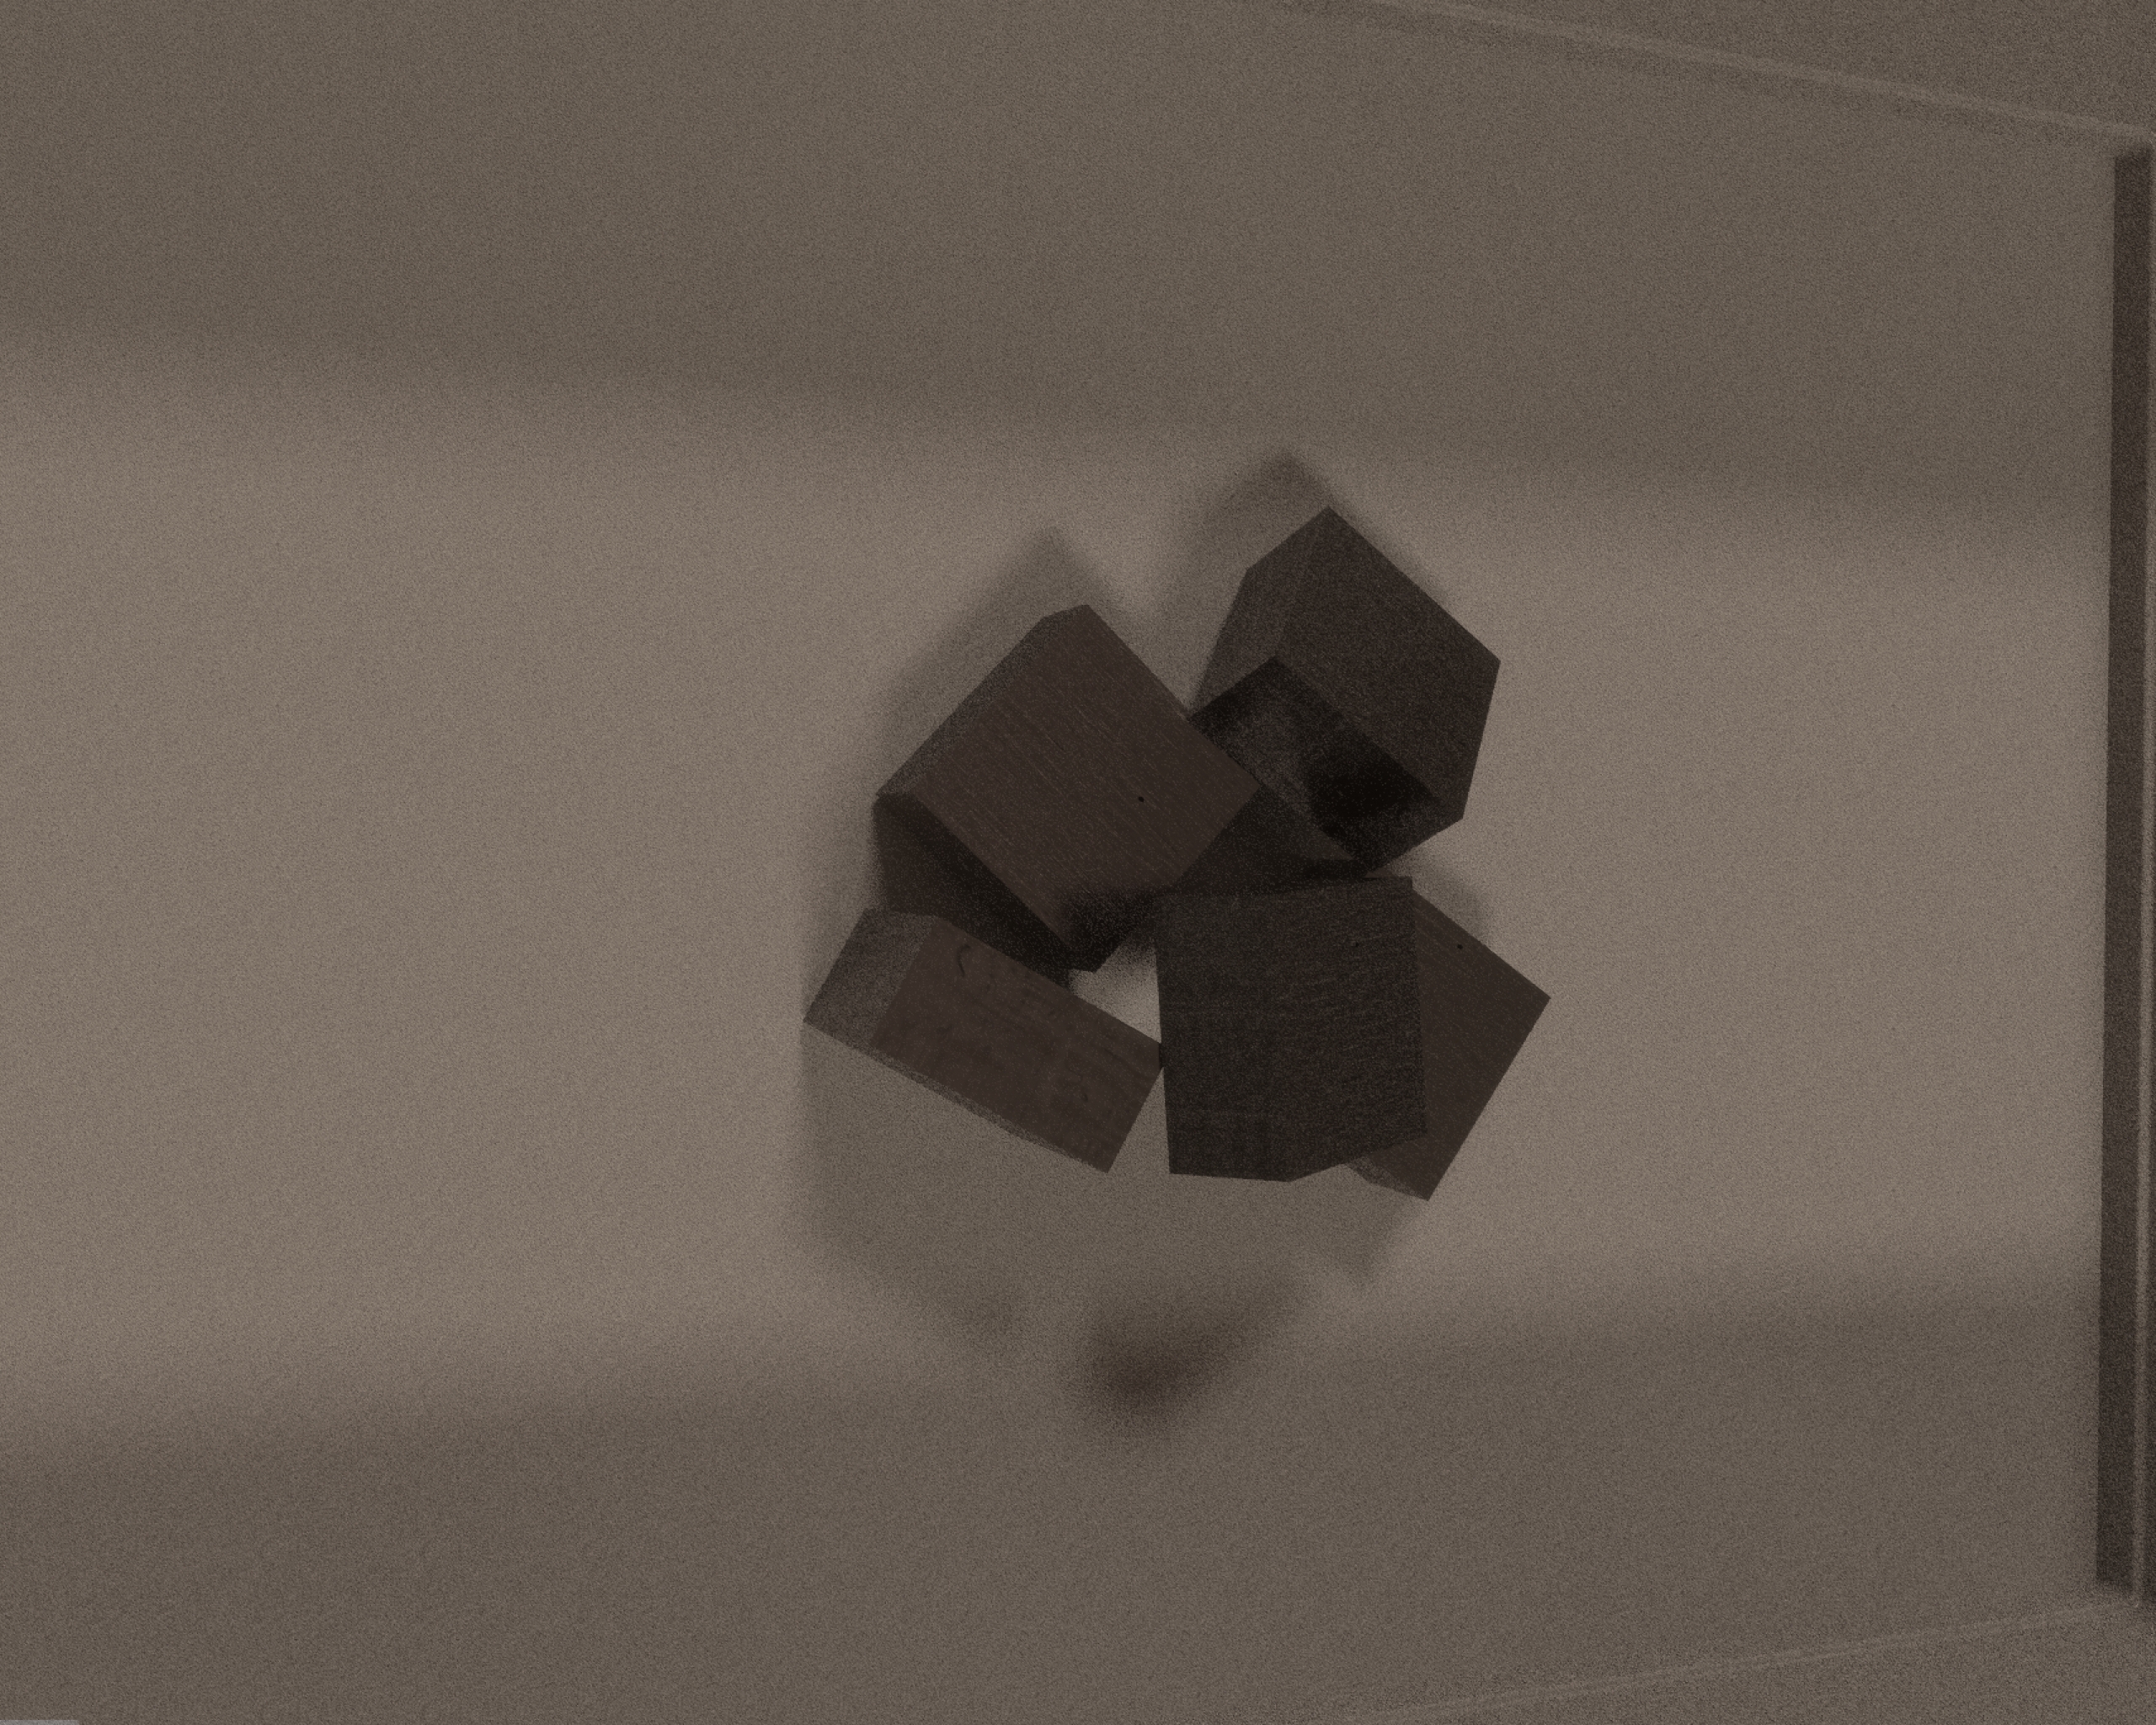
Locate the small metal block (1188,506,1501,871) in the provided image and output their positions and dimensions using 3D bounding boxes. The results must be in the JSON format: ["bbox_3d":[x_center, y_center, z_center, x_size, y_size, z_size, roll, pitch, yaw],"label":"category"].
[{"bbox_3d":[0.055,-0.035,0.418,0.050,0.025,0.050,39,45,-17],"label":"small metal block"}]

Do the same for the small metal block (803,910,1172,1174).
[{"bbox_3d":[-0.018,0.032,0.389,0.050,0.050,0.025,31,80,-18],"label":"small metal block"}]

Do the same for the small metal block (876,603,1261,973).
[{"bbox_3d":[-0.002,-0.014,0.408,0.050,0.025,0.050,45,76,-15],"label":"small metal block"}]

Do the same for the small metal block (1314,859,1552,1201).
[{"bbox_3d":[0.061,0.034,0.432,0.050,0.025,0.050,37,78,-17],"label":"small metal block"}]

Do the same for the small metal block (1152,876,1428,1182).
[{"bbox_3d":[0.040,0.029,0.386,0.050,0.025,0.050,-5,92,-52],"label":"small metal block"}]
